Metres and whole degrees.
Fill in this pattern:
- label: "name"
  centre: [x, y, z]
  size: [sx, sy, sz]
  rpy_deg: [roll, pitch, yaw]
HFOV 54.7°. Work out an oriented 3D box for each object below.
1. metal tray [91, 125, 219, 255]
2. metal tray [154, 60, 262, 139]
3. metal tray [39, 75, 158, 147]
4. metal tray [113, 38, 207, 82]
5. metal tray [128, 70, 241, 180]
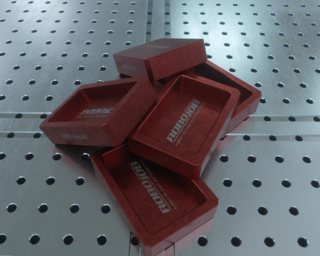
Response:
- label: "metal tray"
  centre: [-0.009, 0.063, 0.351]
  size: [0.091, 0.030, 0.130]
  rpy_deg: [-26, 55, -21]
- label: "metal tray"
  centre: [0.066, -0.052, 0.448]
  size: [0.091, 0.030, 0.130]
  rpy_deg: [-36, 59, -27]
- label: "metal tray"
  centre: [-0.077, -0.021, 0.381]
  size: [0.130, 0.030, 0.090]
  rpy_deg: [0, 42, 40]
- label: "metal tray"
  centre: [-0.004, -0.103, 0.452]
  size: [0.091, 0.030, 0.130]
  rpy_deg: [-24, 24, -20]
- label: "metal tray"
  centre: [0.032, -0.011, 0.375]
  size: [0.090, 0.030, 0.130]
  rpy_deg: [23, 53, 17]
